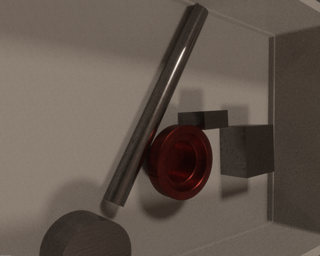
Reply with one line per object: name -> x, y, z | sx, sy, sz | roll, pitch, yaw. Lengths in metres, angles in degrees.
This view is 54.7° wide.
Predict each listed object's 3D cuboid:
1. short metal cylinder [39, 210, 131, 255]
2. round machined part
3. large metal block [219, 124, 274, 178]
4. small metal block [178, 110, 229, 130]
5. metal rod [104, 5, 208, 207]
short metal cylinder -> -0.078, 0.132, 0.327 | 0.081, 0.050, 0.079 | 0, 90, -40
round machined part -> 0.022, 0.044, 0.414 | 0.099, 0.042, 0.097 | -3, 94, -39
large metal block -> 0.146, 0.035, 0.516 | 0.081, 0.050, 0.079 | -3, 92, -40
small metal block -> 0.062, -0.012, 0.445 | 0.050, 0.050, 0.025 | -5, 93, -40
metal rod -> 0.003, -0.042, 0.410 | 0.025, 0.025, 0.300 | 37, 67, -34
